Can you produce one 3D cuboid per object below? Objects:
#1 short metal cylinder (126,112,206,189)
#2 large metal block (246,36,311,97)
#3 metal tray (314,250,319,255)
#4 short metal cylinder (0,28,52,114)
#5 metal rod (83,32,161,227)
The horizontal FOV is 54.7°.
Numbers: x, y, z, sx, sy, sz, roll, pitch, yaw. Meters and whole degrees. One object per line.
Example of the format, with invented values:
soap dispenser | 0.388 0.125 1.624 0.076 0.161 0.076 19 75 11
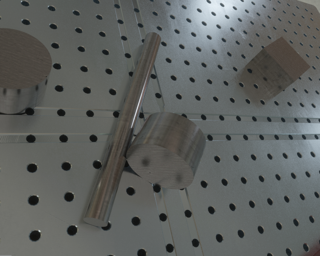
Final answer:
short metal cylinder | 0.008 0.027 0.362 0.080 0.080 0.050 33 51 -7
large metal block | 0.225 -0.117 0.588 0.081 0.050 0.080 -34 81 -38
metal tray | 0.279 0.218 0.425 0.091 0.030 0.130 -17 71 -35
short metal cylinder | -0.165 -0.062 0.341 0.081 0.050 0.080 14 56 -21
metal rod | -0.038 -0.023 0.402 0.025 0.025 0.300 24 53 -14
